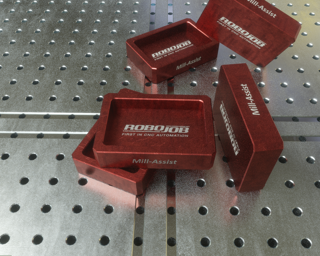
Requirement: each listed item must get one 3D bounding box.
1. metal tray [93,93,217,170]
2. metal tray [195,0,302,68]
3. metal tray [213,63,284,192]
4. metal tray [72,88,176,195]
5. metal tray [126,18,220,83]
[{"bbox_3d":[-0.005,0.002,0.363,0.131,0.030,0.090,1,50,1],"label":"metal tray"},{"bbox_3d":[0.128,-0.153,0.464,0.130,0.090,0.030,31,70,-3],"label":"metal tray"},{"bbox_3d":[0.097,-0.003,0.368,0.030,0.090,0.130,-5,50,-4],"label":"metal tray"},{"bbox_3d":[-0.037,0.011,0.395,0.090,0.030,0.130,18,52,15],"label":"metal tray"},{"bbox_3d":[0.021,-0.132,0.515,0.131,0.030,0.090,-26,55,-21],"label":"metal tray"}]
